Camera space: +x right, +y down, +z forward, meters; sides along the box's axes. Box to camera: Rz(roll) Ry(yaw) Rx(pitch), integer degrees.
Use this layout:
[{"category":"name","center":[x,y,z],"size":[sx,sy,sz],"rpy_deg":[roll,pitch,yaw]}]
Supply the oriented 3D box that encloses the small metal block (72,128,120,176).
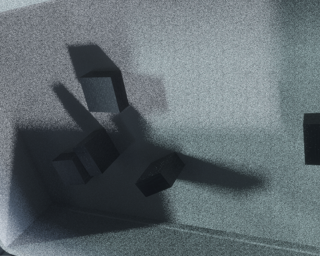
[{"category":"small metal block","center":[-0.093,0.035,0.462],"size":[0.025,0.050,0.050],"rpy_deg":[-16,110,34]}]

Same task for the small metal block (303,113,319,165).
[{"category":"small metal block","center":[0.178,0.012,0.322],"size":[0.050,0.025,0.050],"rpy_deg":[-1,118,28]}]

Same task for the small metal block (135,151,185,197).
[{"category":"small metal block","center":[0.001,0.064,0.431],"size":[0.050,0.050,0.025],"rpy_deg":[-30,102,37]}]

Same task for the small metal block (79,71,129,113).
[{"category":"small metal block","center":[-0.074,-0.049,0.416],"size":[0.050,0.025,0.050],"rpy_deg":[3,120,26]}]

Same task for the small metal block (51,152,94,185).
[{"category":"small metal block","center":[-0.148,0.069,0.527],"size":[0.050,0.025,0.050],"rpy_deg":[-8,115,31]}]
